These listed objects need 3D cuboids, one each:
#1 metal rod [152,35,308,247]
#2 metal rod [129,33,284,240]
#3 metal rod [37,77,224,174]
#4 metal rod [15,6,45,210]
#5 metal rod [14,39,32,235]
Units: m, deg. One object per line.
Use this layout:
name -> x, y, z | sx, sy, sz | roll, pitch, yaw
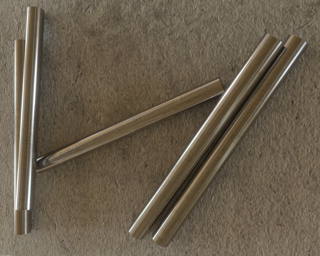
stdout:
metal rod -> 0.079, 0.024, 0.380 | 0.025, 0.025, 0.299 | 36, 101, 16
metal rod -> 0.048, 0.021, 0.383 | 0.025, 0.025, 0.299 | 38, 105, 16
metal rod -> -0.055, 0.003, 0.428 | 0.300, 0.025, 0.025 | -23, 83, 18
metal rod -> -0.192, -0.033, 0.459 | 0.025, 0.025, 0.298 | -2, 83, 20
metal rod -> -0.214, 0.014, 0.484 | 0.025, 0.025, 0.298 | 0, 90, 20
